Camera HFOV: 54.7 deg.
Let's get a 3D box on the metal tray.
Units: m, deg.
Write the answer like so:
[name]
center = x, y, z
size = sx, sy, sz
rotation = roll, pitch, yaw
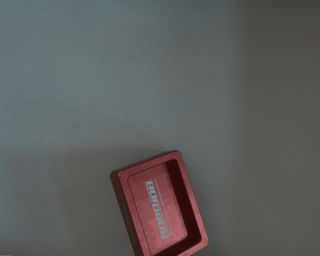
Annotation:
[metal tray]
center = 0.001, 0.102, 0.389
size = 0.091, 0.030, 0.129
rotation = -18, 90, -29
